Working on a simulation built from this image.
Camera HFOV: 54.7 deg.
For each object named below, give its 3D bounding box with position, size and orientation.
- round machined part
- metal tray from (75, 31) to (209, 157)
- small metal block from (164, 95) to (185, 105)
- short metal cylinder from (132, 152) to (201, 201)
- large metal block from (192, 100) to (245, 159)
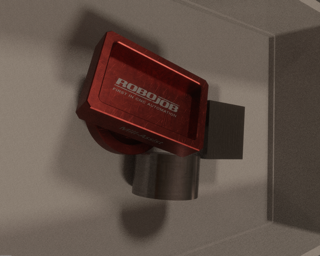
[{"bbox_3d":[-0.042,-0.018,0.359,0.099,0.042,0.097,3,85,-38],"label":"round machined part"},{"bbox_3d":[-0.011,-0.032,0.324,0.131,0.030,0.090,22,60,-25],"label":"metal tray"},{"bbox_3d":[0.010,-0.034,0.417,0.050,0.025,0.050,15,80,-39],"label":"small metal block"},{"bbox_3d":[0.008,0.056,0.379,0.081,0.080,0.050,7,86,-40],"label":"short metal cylinder"},{"bbox_3d":[0.080,0.005,0.460,0.081,0.050,0.080,5,87,-40],"label":"large metal block"}]
